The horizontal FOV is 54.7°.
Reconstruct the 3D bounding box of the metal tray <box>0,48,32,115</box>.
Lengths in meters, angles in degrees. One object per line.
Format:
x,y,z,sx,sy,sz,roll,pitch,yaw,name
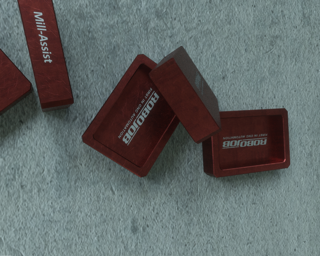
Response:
-0.215,-0.066,0.327,0.090,0.030,0.130,-42,104,-15,metal tray

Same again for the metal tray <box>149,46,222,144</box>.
0.034,-0.046,0.368,0.030,0.130,0.090,-32,103,18,metal tray

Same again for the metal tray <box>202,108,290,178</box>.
0.126,0.019,0.452,0.131,0.030,0.089,-4,91,-20,metal tray

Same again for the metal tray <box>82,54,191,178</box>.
-0.026,-0.015,0.392,0.090,0.030,0.130,34,79,-11,metal tray

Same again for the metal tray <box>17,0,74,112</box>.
-0.123,-0.084,0.328,0.030,0.090,0.129,-13,95,-20,metal tray
